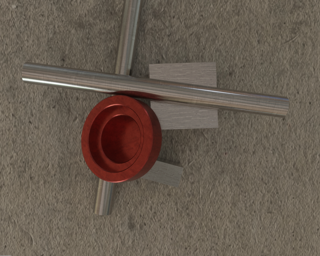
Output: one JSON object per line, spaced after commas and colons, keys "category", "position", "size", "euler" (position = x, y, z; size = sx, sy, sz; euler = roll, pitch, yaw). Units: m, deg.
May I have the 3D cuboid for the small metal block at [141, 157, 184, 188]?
{"category": "small metal block", "position": [0.001, 0.053, 0.398], "size": [0.050, 0.050, 0.025], "euler": [15, 90, -1]}

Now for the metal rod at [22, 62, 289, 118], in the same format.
{"category": "metal rod", "position": [-0.004, -0.044, 0.360], "size": [0.302, 0.025, 0.025], "euler": [8, 90, -1]}

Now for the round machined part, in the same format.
{"category": "round machined part", "position": [-0.040, 0.013, 0.362], "size": [0.098, 0.042, 0.097], "euler": [-4, 82, 28]}

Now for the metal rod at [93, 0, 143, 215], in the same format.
{"category": "metal rod", "position": [-0.054, -0.036, 0.409], "size": [0.025, 0.025, 0.298], "euler": [8, 90, -1]}

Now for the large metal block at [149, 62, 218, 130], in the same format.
{"category": "large metal block", "position": [0.028, -0.039, 0.398], "size": [0.081, 0.050, 0.079], "euler": [-2, 90, -1]}
